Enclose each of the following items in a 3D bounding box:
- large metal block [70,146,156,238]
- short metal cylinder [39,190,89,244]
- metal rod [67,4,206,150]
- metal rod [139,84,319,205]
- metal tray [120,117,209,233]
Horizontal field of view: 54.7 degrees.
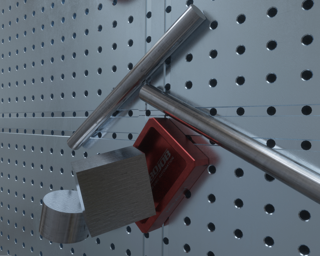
[{"bbox_3d":[-0.057,0.074,0.381,0.050,0.081,0.079,-161,59,-66],"label":"large metal block"},{"bbox_3d":[-0.146,0.138,0.491,0.080,0.081,0.050,20,103,38],"label":"short metal cylinder"},{"bbox_3d":[-0.050,-0.056,0.448,0.299,0.025,0.025,-41,66,32],"label":"metal rod"},{"bbox_3d":[0.085,0.017,0.337,0.300,0.025,0.025,32,110,35],"label":"metal rod"},{"bbox_3d":[-0.007,0.062,0.409,0.090,0.030,0.129,46,117,29],"label":"metal tray"}]
